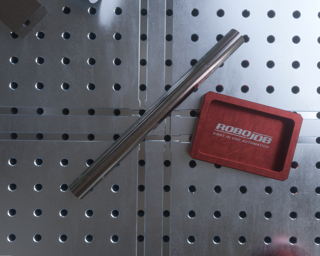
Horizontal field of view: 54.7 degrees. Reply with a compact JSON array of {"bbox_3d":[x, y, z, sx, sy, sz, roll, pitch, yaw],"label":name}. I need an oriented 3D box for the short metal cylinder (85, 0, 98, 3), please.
[{"bbox_3d":[-0.096,-0.205,0.385,0.050,0.080,0.080,23,90,-1],"label":"short metal cylinder"}]

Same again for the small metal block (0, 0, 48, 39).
[{"bbox_3d":[-0.188,-0.157,0.411,0.050,0.025,0.050,43,90,-1],"label":"small metal block"}]

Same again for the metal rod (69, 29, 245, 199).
[{"bbox_3d":[-0.004,-0.019,0.413,0.300,0.025,0.025,-44,91,-1],"label":"metal rod"}]

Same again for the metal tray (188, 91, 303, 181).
[{"bbox_3d":[0.111,0.010,0.412,0.131,0.030,0.089,14,90,-1],"label":"metal tray"}]
